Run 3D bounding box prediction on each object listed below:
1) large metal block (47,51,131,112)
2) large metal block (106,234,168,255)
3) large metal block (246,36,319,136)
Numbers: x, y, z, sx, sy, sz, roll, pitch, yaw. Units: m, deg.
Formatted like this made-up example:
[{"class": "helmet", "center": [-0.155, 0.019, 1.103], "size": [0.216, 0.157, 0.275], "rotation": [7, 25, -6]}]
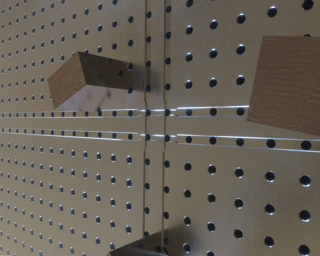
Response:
[{"class": "large metal block", "center": [-0.104, -0.064, 0.457], "size": [0.080, 0.081, 0.050], "rotation": [-28, 73, 36]}, {"class": "large metal block", "center": [-0.041, 0.194, 0.406], "size": [0.050, 0.081, 0.080], "rotation": [50, 119, 28]}, {"class": "large metal block", "center": [0.134, -0.037, 0.282], "size": [0.080, 0.050, 0.079], "rotation": [15, 100, 38]}]
